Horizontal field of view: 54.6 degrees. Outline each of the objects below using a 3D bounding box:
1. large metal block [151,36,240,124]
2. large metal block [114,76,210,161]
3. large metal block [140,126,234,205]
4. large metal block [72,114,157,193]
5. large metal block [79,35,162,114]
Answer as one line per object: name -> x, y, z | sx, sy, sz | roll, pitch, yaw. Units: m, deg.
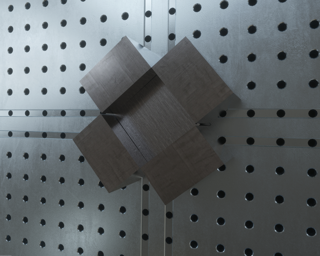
large metal block -> 0.046, -0.052, 0.368 | 0.050, 0.080, 0.080 | -40, 78, 15
large metal block -> 0.003, -0.011, 0.397 | 0.080, 0.050, 0.080 | -40, 76, 17
large metal block -> 0.036, 0.041, 0.372 | 0.080, 0.080, 0.050 | -39, 78, 16
large metal block -> -0.051, 0.029, 0.402 | 0.050, 0.080, 0.080 | -40, 78, 16
large metal block -> -0.040, -0.062, 0.398 | 0.080, 0.080, 0.050 | -40, 77, 16
